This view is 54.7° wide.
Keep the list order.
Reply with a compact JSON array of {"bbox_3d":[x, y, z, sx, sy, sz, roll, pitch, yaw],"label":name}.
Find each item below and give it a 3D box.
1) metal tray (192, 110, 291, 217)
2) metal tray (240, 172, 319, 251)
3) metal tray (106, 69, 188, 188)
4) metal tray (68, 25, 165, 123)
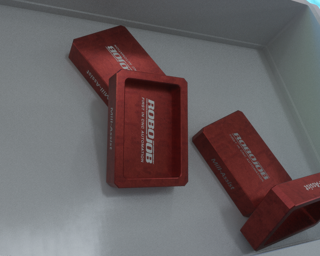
[{"bbox_3d":[0.117,0.046,0.437,0.091,0.030,0.130,-24,75,-37],"label":"metal tray"},{"bbox_3d":[0.173,0.101,0.390,0.131,0.089,0.030,-6,43,-32],"label":"metal tray"},{"bbox_3d":[-0.013,0.003,0.363,0.091,0.030,0.129,4,82,-27],"label":"metal tray"},{"bbox_3d":[-0.048,-0.074,0.421,0.091,0.030,0.130,-33,80,-38],"label":"metal tray"}]
